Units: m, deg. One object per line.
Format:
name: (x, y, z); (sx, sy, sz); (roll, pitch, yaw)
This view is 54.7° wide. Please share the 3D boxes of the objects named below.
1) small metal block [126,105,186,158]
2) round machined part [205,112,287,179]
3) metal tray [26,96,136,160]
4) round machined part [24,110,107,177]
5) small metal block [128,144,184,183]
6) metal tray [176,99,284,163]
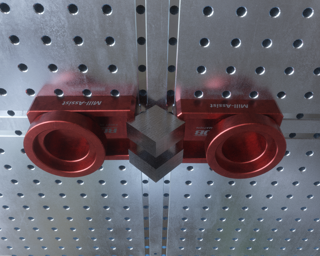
small metal block: (-0.005, 0.002, 0.378); (0.050, 0.050, 0.025); (33, 139, 32)
round machined part: (0.107, 0.018, 0.400); (0.099, 0.042, 0.097); (0, 130, 0)
metal tray: (-0.095, 0.002, 0.411); (0.131, 0.030, 0.089); (-1, 132, 0)
round machined part: (-0.117, 0.016, 0.396); (0.099, 0.042, 0.097); (0, 130, 0)
small metal block: (-0.005, 0.036, 0.407); (0.050, 0.050, 0.025); (33, 139, 32)
metal tray: (0.086, 0.006, 0.415); (0.131, 0.030, 0.089); (0, 131, -1)
